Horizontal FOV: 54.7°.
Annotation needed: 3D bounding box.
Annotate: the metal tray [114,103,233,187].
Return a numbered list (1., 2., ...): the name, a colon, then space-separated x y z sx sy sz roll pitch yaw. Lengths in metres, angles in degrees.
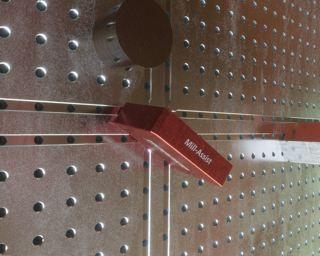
1. metal tray: 0.017 0.020 0.378 0.130 0.090 0.030 39 75 -33

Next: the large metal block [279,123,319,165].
1. large metal block: 0.303 0.029 0.627 0.081 0.080 0.050 -34 112 -35

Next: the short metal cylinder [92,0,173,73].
1. short metal cylinder: -0.031 -0.108 0.366 0.081 0.050 0.079 0 90 -40
